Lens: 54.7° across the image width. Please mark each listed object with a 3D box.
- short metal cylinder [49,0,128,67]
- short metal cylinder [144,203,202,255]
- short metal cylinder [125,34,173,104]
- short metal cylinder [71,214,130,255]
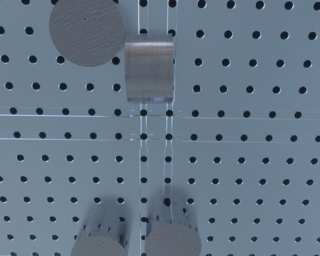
[{"bbox_3d":[-0.079,-0.114,0.357,0.081,0.050,0.079,0,110,0],"label":"short metal cylinder"},{"bbox_3d":[0.018,0.159,0.459,0.081,0.050,0.079,0,110,0],"label":"short metal cylinder"},{"bbox_3d":[-0.011,-0.068,0.359,0.050,0.080,0.079,0,110,0],"label":"short metal cylinder"},{"bbox_3d":[-0.087,0.177,0.464,0.081,0.050,0.079,0,110,0],"label":"short metal cylinder"}]
